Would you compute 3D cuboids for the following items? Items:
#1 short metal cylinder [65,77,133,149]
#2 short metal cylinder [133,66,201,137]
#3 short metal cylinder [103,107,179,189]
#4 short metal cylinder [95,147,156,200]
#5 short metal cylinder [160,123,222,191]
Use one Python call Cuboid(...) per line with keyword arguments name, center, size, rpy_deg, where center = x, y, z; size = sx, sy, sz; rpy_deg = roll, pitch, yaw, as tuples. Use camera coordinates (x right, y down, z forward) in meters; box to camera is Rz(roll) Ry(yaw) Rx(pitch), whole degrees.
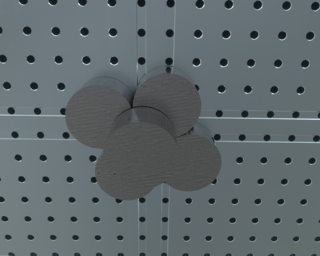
Cuboid(name="short metal cylinder", center=(-0.072, -0.020, 0.391), size=(0.081, 0.050, 0.079), rpy_deg=(0, 110, -1))
Cuboid(name="short metal cylinder", center=(0.008, -0.033, 0.387), size=(0.081, 0.050, 0.079), rpy_deg=(0, 110, -1))
Cuboid(name="short metal cylinder", center=(-0.020, 0.022, 0.352), size=(0.081, 0.050, 0.079), rpy_deg=(-1, 112, -1))
Cuboid(name="short metal cylinder", center=(-0.042, 0.049, 0.417), size=(0.081, 0.050, 0.079), rpy_deg=(0, 110, -1))
Cuboid(name="short metal cylinder", center=(0.037, 0.037, 0.413), size=(0.081, 0.050, 0.079), rpy_deg=(0, 110, -1))
